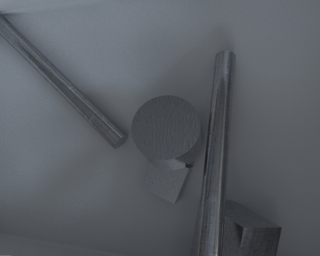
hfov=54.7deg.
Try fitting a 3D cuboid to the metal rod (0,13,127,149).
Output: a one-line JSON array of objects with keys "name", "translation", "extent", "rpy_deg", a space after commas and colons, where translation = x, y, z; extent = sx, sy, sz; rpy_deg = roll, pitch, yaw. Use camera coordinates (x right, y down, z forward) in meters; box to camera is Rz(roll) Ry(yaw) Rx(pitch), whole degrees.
[{"name": "metal rod", "translation": [-0.161, -0.079, 0.465], "extent": [0.300, 0.025, 0.025], "rpy_deg": [43, 103, 14]}]

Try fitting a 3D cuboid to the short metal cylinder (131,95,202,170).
[{"name": "short metal cylinder", "translation": [0.010, 0.007, 0.378], "extent": [0.080, 0.050, 0.080], "rpy_deg": [-3, 68, 9]}]

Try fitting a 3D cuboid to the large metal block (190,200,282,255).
[{"name": "large metal block", "translation": [0.080, 0.133, 0.346], "extent": [0.050, 0.080, 0.079], "rpy_deg": [8, 94, -25]}]

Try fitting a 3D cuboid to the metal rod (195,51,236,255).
[{"name": "metal rod", "translation": [0.059, 0.048, 0.326], "extent": [0.025, 0.025, 0.299], "rpy_deg": [1, 66, 19]}]

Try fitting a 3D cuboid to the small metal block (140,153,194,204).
[{"name": "small metal block", "translation": [0.009, 0.064, 0.406], "extent": [0.050, 0.025, 0.050], "rpy_deg": [23, 98, 18]}]
